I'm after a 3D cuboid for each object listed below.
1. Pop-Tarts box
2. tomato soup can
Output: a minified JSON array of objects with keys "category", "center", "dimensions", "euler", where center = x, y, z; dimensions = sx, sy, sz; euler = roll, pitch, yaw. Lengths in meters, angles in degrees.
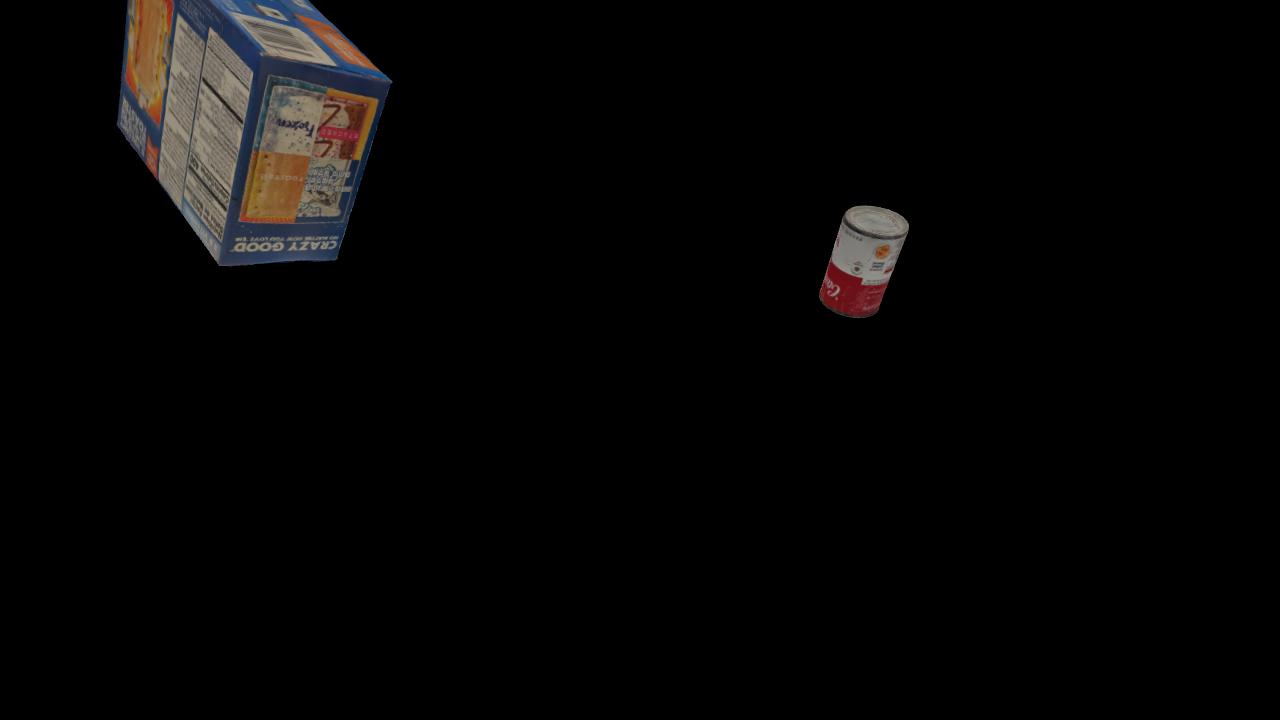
[{"category":"Pop-Tarts box","center":[-0.261,-0.169,0.408],"dimensions":[0.167,0.141,0.083],"euler":[45,30,20]},{"category":"tomato soup can","center":[0.238,-0.105,0.657],"dimensions":[0.068,0.101,0.068],"euler":[3,41,-3]}]
